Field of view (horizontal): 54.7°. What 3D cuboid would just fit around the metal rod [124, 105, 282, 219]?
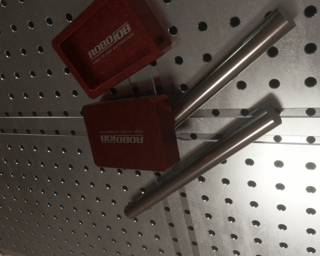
[{"bbox_3d":[0.037,0.064,0.429,0.025,0.025,0.299,45,129,-4],"label":"metal rod"}]

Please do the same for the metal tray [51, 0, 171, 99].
[{"bbox_3d":[-0.063,-0.101,0.376,0.130,0.030,0.090,-25,106,36],"label":"metal tray"}]

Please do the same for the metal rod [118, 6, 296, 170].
[{"bbox_3d":[0.030,-0.025,0.378,0.025,0.025,0.299,45,129,-4],"label":"metal rod"}]

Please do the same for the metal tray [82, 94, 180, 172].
[{"bbox_3d":[-0.041,0.007,0.407,0.130,0.030,0.089,-2,104,38],"label":"metal tray"}]
